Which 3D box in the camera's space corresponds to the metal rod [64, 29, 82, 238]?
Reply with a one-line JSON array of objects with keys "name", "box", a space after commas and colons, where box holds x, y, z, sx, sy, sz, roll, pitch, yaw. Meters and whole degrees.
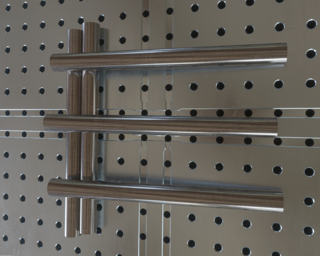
[{"name": "metal rod", "box": [-0.125, 0.008, 0.454, 0.025, 0.025, 0.298, 1, 90, 19]}]

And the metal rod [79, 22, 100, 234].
[{"name": "metal rod", "box": [-0.101, 0.000, 0.446, 0.025, 0.025, 0.298, 1, 90, 19]}]

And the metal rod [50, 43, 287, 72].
[{"name": "metal rod", "box": [0.000, -0.089, 0.396, 0.301, 0.025, 0.025, 1, 90, 13]}]

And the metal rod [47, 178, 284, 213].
[{"name": "metal rod", "box": [-0.003, 0.085, 0.397, 0.301, 0.025, 0.025, 1, 90, 13]}]

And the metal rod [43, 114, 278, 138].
[{"name": "metal rod", "box": [-0.010, -0.004, 0.399, 0.301, 0.025, 0.025, 1, 91, 13]}]
